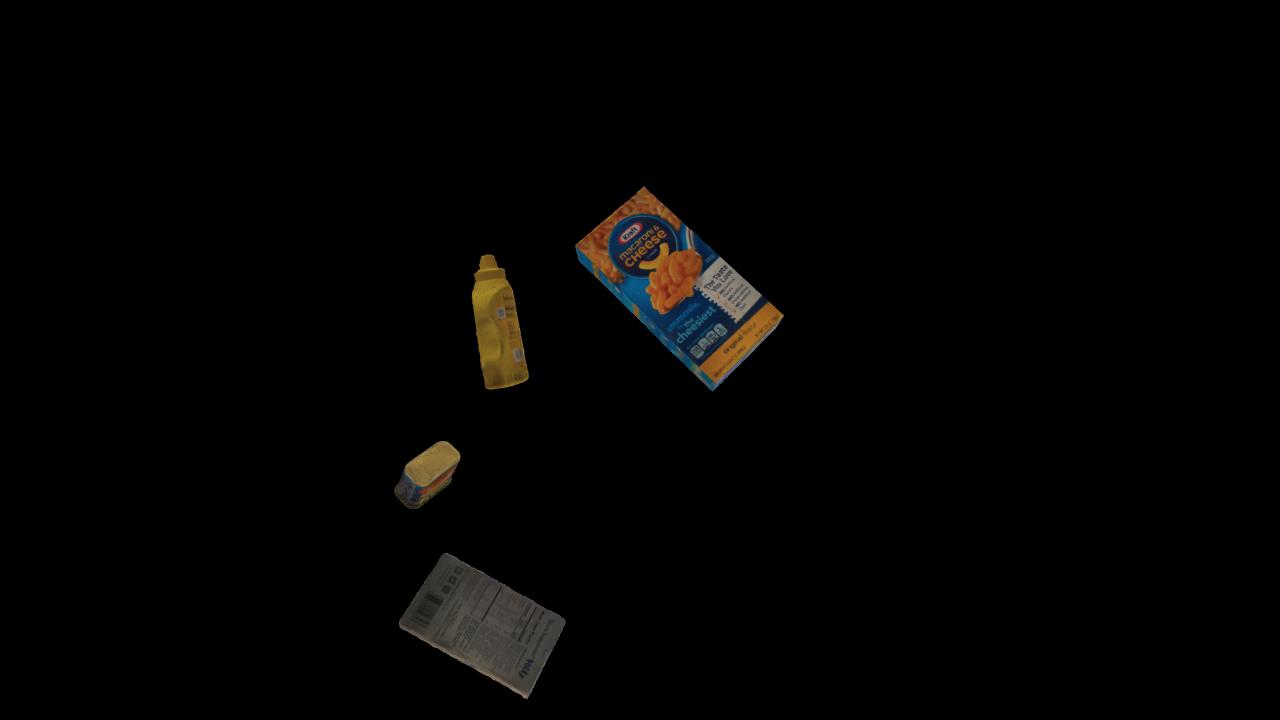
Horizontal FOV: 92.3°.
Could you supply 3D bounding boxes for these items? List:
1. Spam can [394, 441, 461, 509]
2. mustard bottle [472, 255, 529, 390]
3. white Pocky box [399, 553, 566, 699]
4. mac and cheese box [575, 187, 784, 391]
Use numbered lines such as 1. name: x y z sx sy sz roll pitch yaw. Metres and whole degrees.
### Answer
1. Spam can: -0.368 0.197 1.070 0.101 0.058 0.085 -41 -10 -47
2. mustard bottle: -0.199 -0.056 0.861 0.054 0.184 0.092 -6 6 17
3. white Pocky box: -0.165 0.279 0.653 0.154 0.084 0.028 28 -36 2
4. mac and cheese box: 0.035 -0.068 0.575 0.093 0.184 0.041 -44 -11 -9
